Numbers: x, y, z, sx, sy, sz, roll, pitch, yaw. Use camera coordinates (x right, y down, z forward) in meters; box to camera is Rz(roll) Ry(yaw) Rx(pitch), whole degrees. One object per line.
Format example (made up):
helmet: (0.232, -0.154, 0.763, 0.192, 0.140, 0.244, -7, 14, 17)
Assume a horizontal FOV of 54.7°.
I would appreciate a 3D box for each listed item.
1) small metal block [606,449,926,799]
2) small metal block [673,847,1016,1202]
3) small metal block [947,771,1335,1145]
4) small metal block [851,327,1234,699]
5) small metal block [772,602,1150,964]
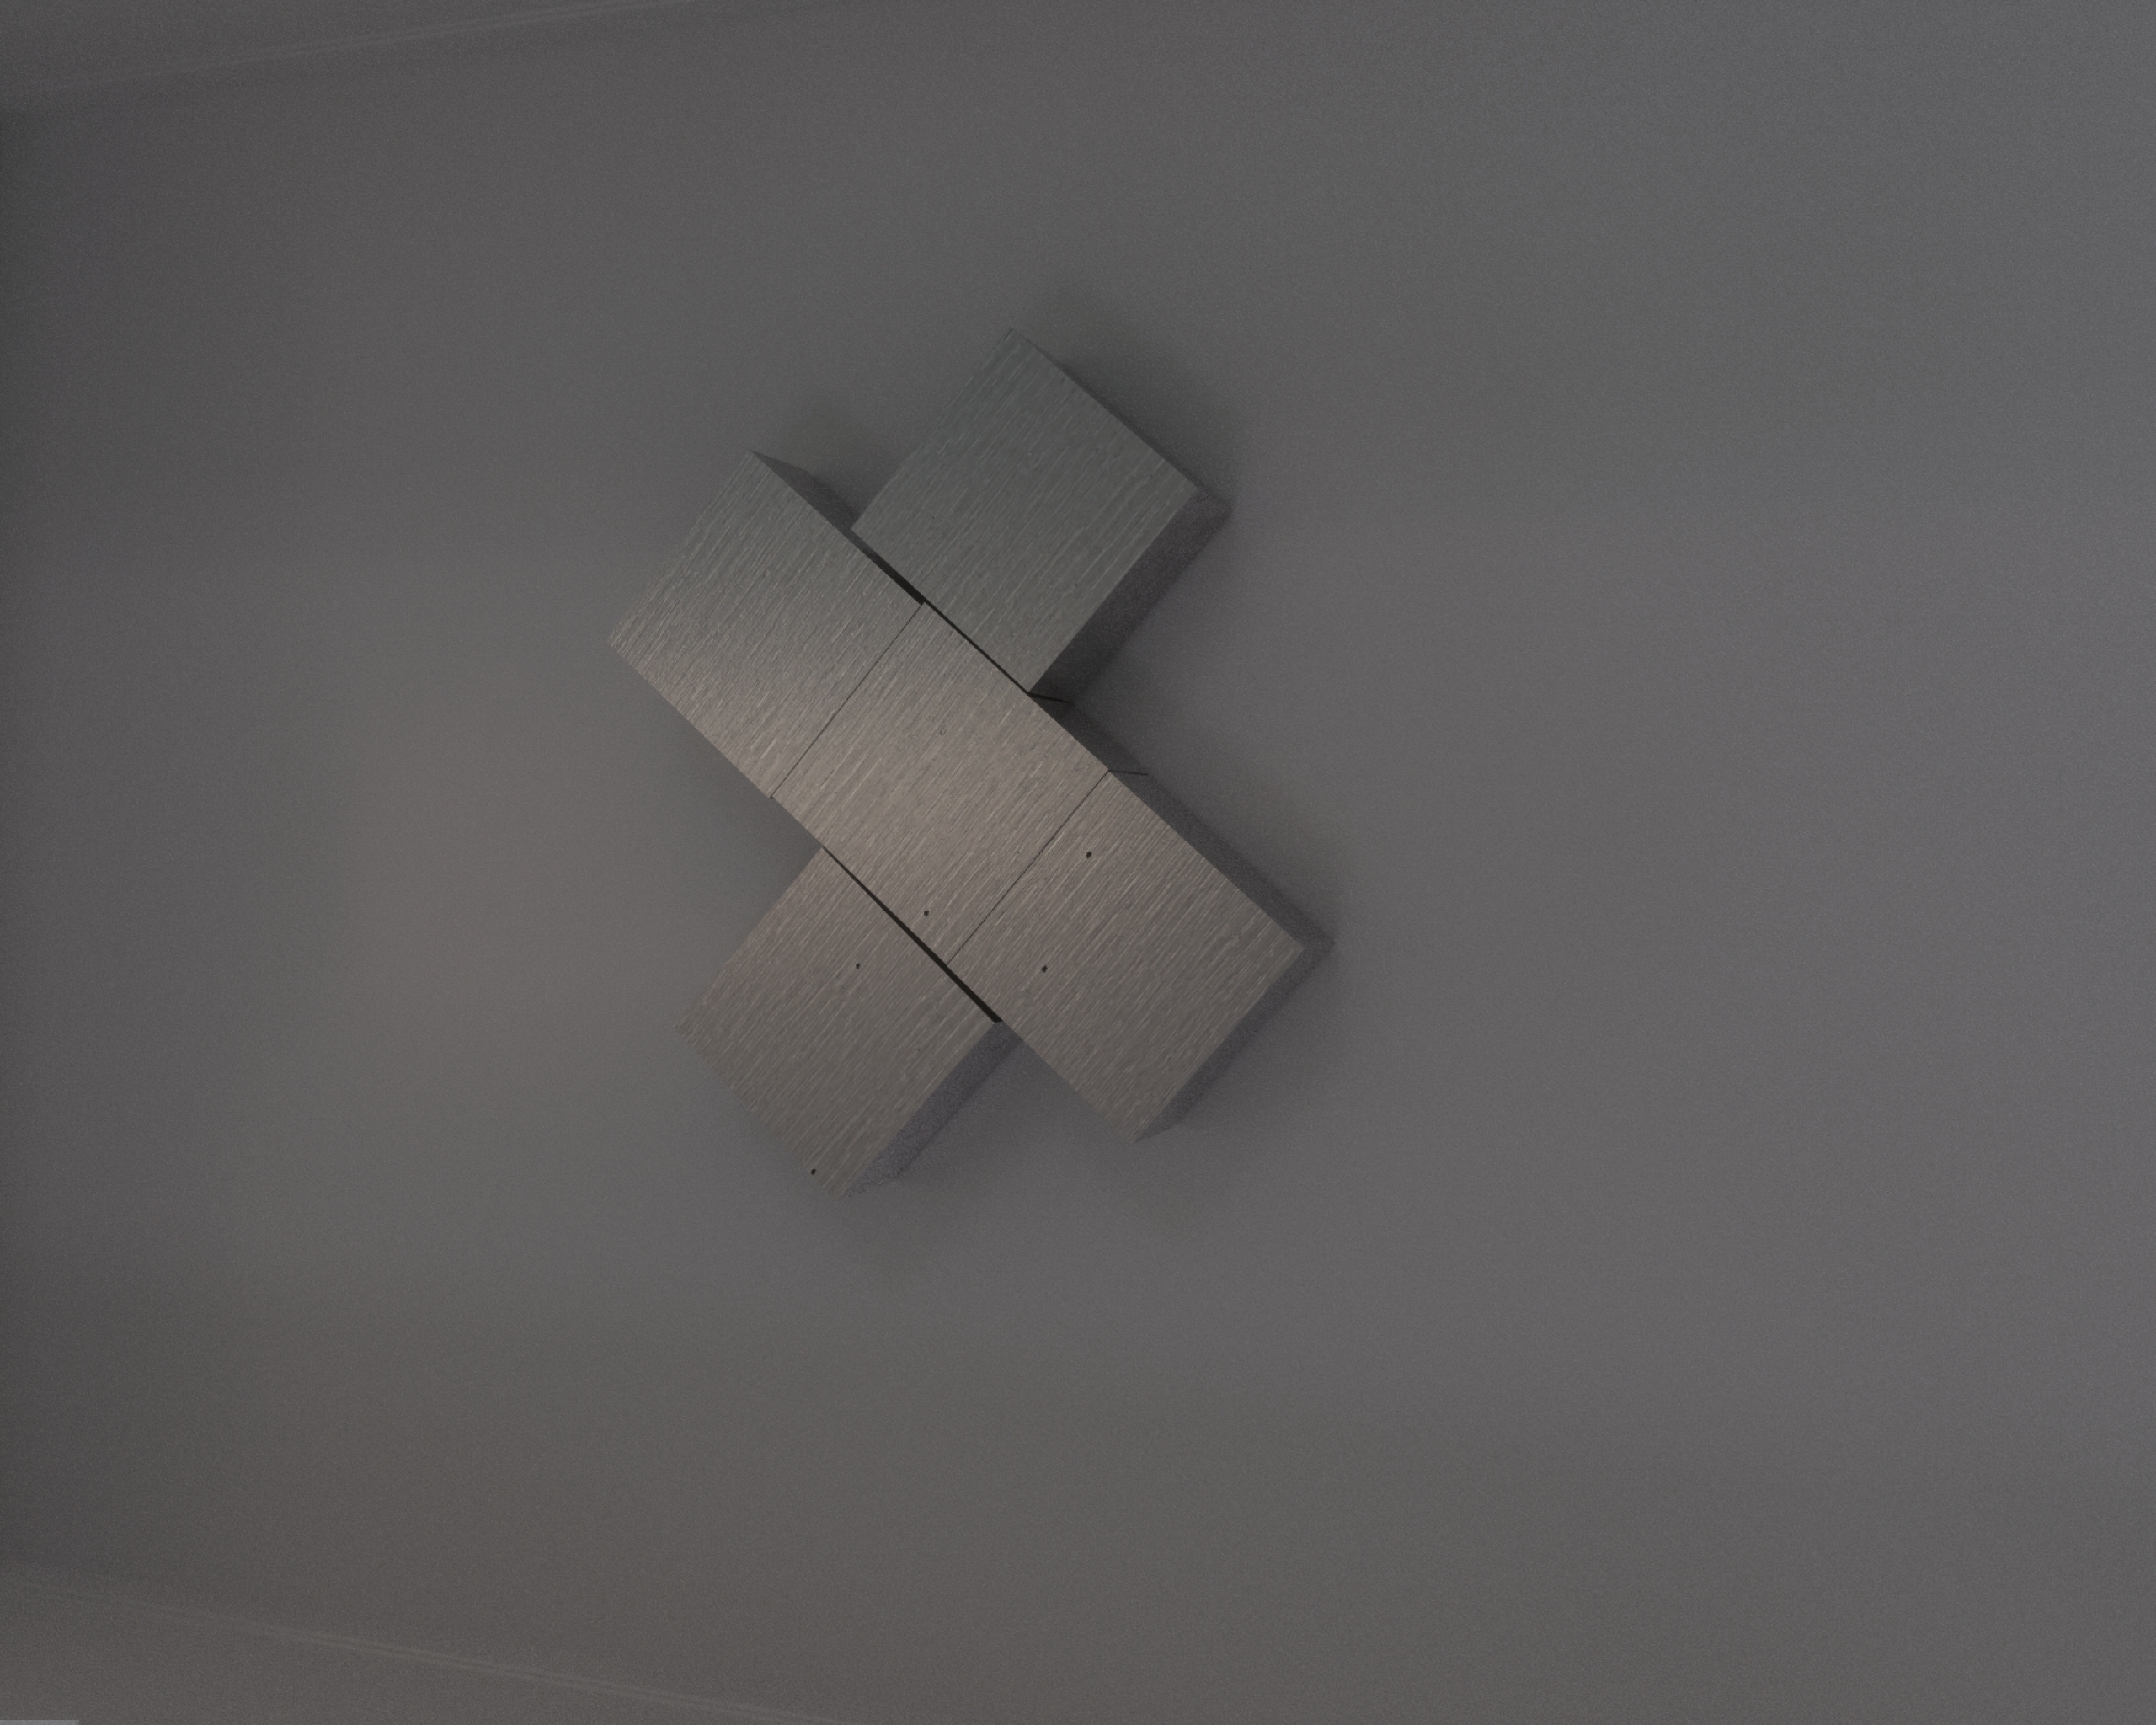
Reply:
small metal block: (-0.060, -0.048, 0.429, 0.050, 0.025, 0.050, 43, 103, 15)
small metal block: (-0.045, 0.032, 0.425, 0.050, 0.025, 0.050, 45, 104, 14)
small metal block: (0.012, 0.018, 0.404, 0.050, 0.025, 0.050, 43, 103, 15)
small metal block: (-0.007, -0.067, 0.410, 0.050, 0.025, 0.050, 43, 102, 14)
small metal block: (-0.023, -0.015, 0.416, 0.050, 0.025, 0.050, 43, 103, 15)
